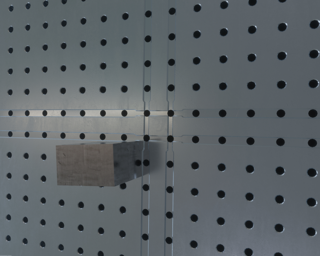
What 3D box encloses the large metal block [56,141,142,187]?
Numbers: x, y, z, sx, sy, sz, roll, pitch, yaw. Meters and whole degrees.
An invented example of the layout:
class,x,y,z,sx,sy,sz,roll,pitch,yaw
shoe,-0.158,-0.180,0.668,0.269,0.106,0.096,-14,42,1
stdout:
class,x,y,z,sx,sy,sz,roll,pitch,yaw
large metal block,-0.078,0.045,0.411,0.080,0.080,0.050,-3,89,20
